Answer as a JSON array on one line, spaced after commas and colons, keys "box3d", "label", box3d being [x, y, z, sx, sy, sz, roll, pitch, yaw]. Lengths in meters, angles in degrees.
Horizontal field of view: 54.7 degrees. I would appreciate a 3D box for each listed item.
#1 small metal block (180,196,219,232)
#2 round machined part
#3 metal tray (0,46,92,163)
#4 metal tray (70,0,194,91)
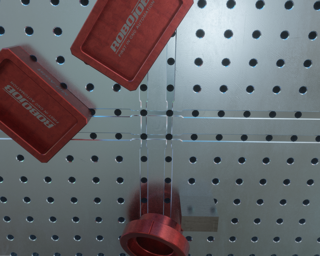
[{"box3d": [0.054, 0.122, 0.445, 0.050, 0.050, 0.025, 1, 110, -1], "label": "small metal block"}, {"box3d": [-0.005, 0.160, 0.450, 0.098, 0.042, 0.097, 11, 134, 12], "label": "round machined part"}, {"box3d": [-0.166, -0.028, 0.398, 0.090, 0.030, 0.130, -42, 105, 14], "label": "metal tray"}, {"box3d": [-0.033, -0.121, 0.365, 0.090, 0.030, 0.129, 32, 107, -11], "label": "metal tray"}]
